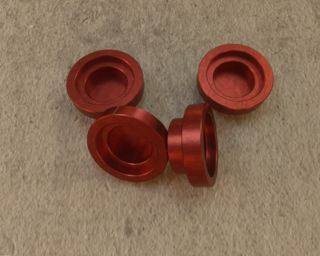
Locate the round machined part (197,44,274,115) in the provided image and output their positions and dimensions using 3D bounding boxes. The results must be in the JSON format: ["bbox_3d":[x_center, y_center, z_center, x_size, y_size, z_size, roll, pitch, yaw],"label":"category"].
[{"bbox_3d":[0.099,-0.062,0.423,0.099,0.042,0.098,0,70,-1],"label":"round machined part"}]

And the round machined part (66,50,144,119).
[{"bbox_3d":[-0.070,-0.053,0.414,0.099,0.042,0.098,-1,64,2],"label":"round machined part"}]

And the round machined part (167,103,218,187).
[{"bbox_3d":[0.039,0.020,0.366,0.042,0.098,0.098,-4,69,20],"label":"round machined part"}]

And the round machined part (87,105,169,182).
[{"bbox_3d":[-0.034,0.015,0.374,0.098,0.097,0.042,17,36,5],"label":"round machined part"}]
